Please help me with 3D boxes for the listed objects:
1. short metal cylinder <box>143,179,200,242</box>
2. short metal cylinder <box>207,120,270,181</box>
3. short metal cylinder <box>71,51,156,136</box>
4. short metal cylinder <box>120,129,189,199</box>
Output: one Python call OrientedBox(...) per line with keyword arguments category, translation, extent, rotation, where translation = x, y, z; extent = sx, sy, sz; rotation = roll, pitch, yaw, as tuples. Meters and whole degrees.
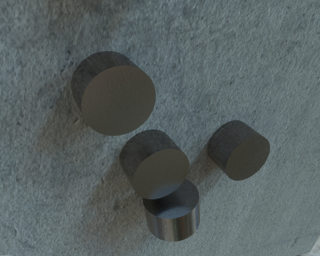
OrientedBox(category="short metal cylinder", translation=(0.018, 0.117, 0.456), extent=(0.081, 0.080, 0.050), rotation=(-19, 126, -18))
OrientedBox(category="short metal cylinder", translation=(0.122, 0.035, 0.481), extent=(0.081, 0.050, 0.079), rotation=(-14, 125, -21))
OrientedBox(category="short metal cylinder", translation=(-0.052, -0.038, 0.340), extent=(0.081, 0.050, 0.079), rotation=(-14, 125, -21))
OrientedBox(category="short metal cylinder", translation=(-0.008, 0.049, 0.418), extent=(0.081, 0.050, 0.079), rotation=(-14, 125, -21))
